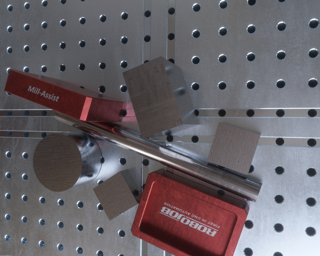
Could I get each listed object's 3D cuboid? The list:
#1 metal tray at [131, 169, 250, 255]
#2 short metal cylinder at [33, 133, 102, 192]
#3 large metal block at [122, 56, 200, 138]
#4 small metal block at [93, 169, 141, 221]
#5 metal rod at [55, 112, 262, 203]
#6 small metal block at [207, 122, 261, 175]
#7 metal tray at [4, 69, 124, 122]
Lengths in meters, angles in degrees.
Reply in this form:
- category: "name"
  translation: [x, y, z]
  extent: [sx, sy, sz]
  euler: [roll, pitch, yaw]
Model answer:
- category: "metal tray"
  translation: [0.036, 0.117, 0.396]
  extent: [0.130, 0.030, 0.089]
  euler: [19, 97, 18]
- category: "short metal cylinder"
  translation: [-0.132, 0.047, 0.445]
  extent: [0.080, 0.050, 0.080]
  euler: [0, 90, 20]
- category: "large metal block"
  translation: [0.005, -0.034, 0.383]
  extent: [0.050, 0.080, 0.080]
  euler: [-20, 84, 19]
- category: "small metal block"
  translation: [-0.057, 0.093, 0.433]
  extent: [0.050, 0.025, 0.050]
  euler: [-34, 79, 16]
- category: "metal rod"
  translation: [-0.015, 0.028, 0.418]
  extent: [0.301, 0.025, 0.025]
  euler: [21, 97, 18]
- category: "small metal block"
  translation: [0.091, 0.024, 0.380]
  extent: [0.050, 0.025, 0.050]
  euler: [18, 96, 19]
- category: "metal tray"
  translation: [-0.128, -0.043, 0.422]
  extent: [0.130, 0.090, 0.030]
  euler: [20, 97, 19]
